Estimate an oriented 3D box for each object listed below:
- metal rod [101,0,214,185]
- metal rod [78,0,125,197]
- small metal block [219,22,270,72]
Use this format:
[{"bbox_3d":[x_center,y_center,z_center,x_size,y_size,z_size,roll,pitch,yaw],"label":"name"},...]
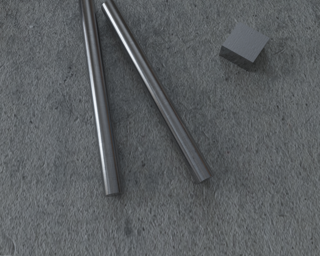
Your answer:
[{"bbox_3d":[-0.011,-0.061,0.430,0.025,0.025,0.299,-25,72,-9],"label":"metal rod"},{"bbox_3d":[-0.084,-0.057,0.427,0.025,0.025,0.299,-10,70,-4],"label":"metal rod"},{"bbox_3d":[0.123,-0.119,0.453,0.050,0.025,0.050,33,73,11],"label":"small metal block"}]
